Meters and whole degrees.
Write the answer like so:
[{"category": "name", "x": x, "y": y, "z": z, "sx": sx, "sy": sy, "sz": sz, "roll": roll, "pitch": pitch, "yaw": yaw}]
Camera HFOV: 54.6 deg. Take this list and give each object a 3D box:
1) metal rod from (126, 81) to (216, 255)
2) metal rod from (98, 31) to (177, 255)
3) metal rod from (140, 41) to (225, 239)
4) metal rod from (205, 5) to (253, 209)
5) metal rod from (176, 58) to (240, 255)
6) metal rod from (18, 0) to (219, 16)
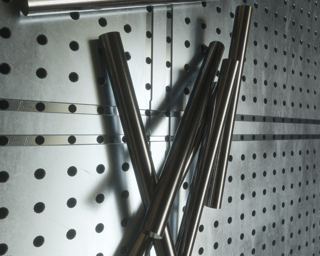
[{"category": "metal rod", "x": 0.026, "y": 0.058, "z": 0.430, "sx": 0.025, "sy": 0.025, "sz": 0.300, "roll": 43, "pitch": 64, "yaw": -32}, {"category": "metal rod", "x": -0.022, "y": 0.037, "z": 0.369, "sx": 0.025, "sy": 0.025, "sz": 0.299, "roll": -17, "pitch": 95, "yaw": -39}, {"category": "metal rod", "x": 0.039, "y": -0.007, "z": 0.405, "sx": 0.025, "sy": 0.025, "sz": 0.300, "roll": 44, "pitch": 53, "yaw": -31}, {"category": "metal rod", "x": 0.102, "y": -0.031, "z": 0.461, "sx": 0.025, "sy": 0.025, "sz": 0.299, "roll": 10, "pitch": 89, "yaw": -40}, {"category": "metal rod", "x": 0.064, "y": 0.050, "z": 0.434, "sx": 0.025, "sy": 0.025, "sz": 0.299, "roll": 16, "pitch": 88, "yaw": -39}, {"category": "metal rod", "x": -0.021, "y": -0.166, "z": 0.390, "sx": 0.302, "sy": 0.025, "sz": 0.025, "roll": -22, "pitch": 104, "yaw": -38}]
